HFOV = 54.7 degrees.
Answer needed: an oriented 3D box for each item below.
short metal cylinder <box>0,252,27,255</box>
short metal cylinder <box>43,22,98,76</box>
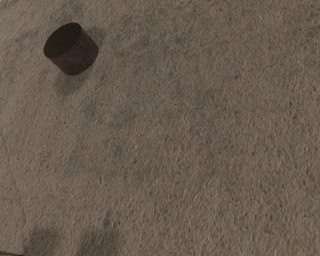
[{"bbox_3d":[-0.185,0.184,0.351,0.050,0.080,0.080,-3,60,26],"label":"short metal cylinder"},{"bbox_3d":[-0.159,-0.141,0.555,0.080,0.050,0.080,-13,56,20],"label":"short metal cylinder"}]
